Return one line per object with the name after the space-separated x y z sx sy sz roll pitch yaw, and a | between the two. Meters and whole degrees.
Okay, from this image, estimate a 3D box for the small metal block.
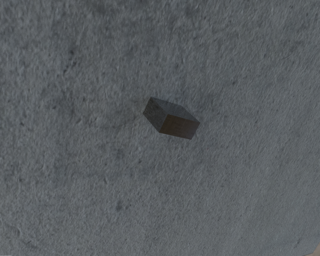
0.014 -0.012 0.390 0.050 0.050 0.025 13 112 -34 | small metal block
